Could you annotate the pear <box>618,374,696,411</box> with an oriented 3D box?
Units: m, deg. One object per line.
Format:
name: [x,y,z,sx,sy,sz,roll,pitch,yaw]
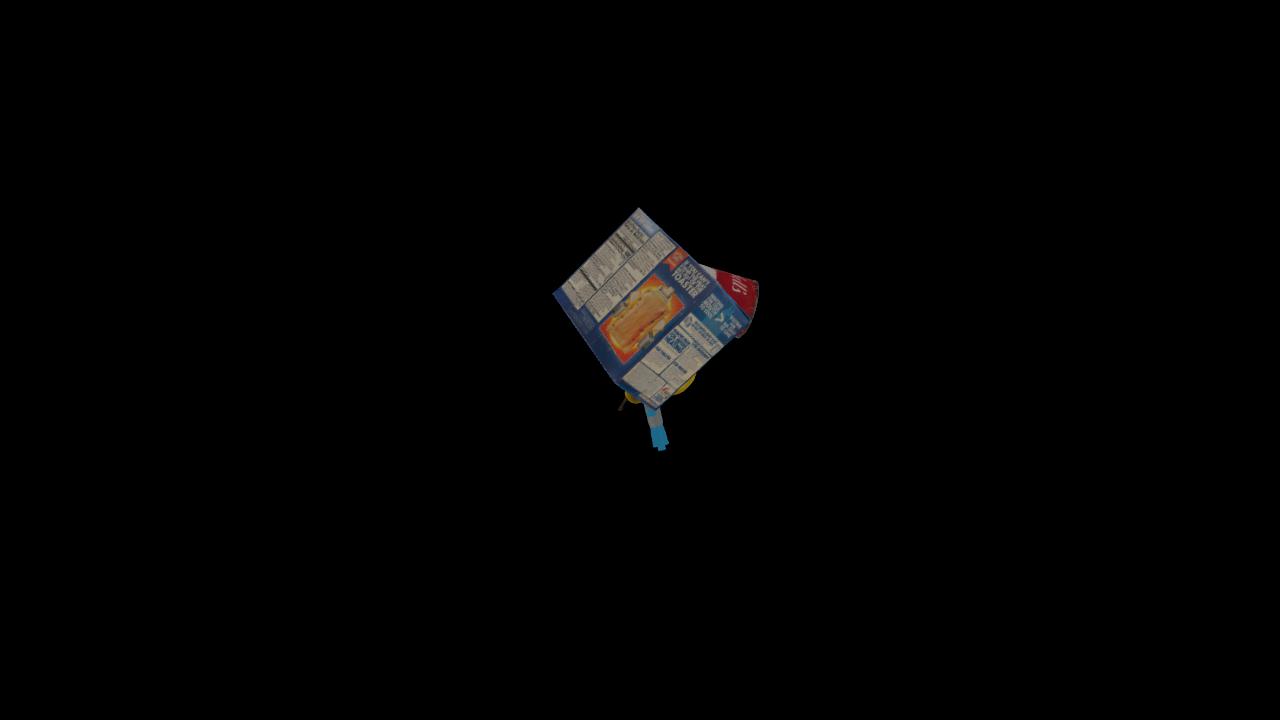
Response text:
pear: [0.013,0.022,0.766,0.111,0.080,0.080,-33,3,-5]

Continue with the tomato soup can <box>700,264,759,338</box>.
tomato soup can: [0.070,-0.069,0.673,0.101,0.068,0.068,15,-2,-9]

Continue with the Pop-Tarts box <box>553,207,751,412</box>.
Pop-Tarts box: [0.008,-0.057,0.665,0.083,0.141,0.167,37,11,-48]

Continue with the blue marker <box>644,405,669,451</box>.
blue marker: [0.012,0.045,0.709,0.020,0.121,0.020,-13,-1,0]
